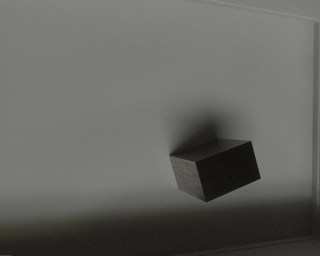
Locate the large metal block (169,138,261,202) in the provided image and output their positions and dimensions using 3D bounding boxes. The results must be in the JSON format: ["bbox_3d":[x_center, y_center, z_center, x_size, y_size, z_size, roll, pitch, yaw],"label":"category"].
[{"bbox_3d":[0.069,0.051,0.408,0.081,0.080,0.050,-18,97,-19],"label":"large metal block"}]
